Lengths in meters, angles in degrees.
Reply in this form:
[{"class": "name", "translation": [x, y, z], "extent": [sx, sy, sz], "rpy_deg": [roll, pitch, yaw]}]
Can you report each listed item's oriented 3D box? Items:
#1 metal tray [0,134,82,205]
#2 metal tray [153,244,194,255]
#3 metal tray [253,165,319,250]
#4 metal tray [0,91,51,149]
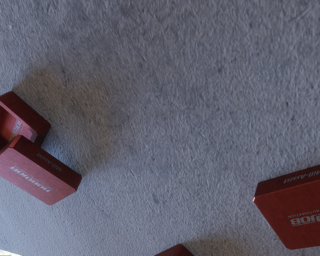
[{"class": "metal tray", "translation": [-0.213, 0.076, 0.531], "extent": [0.090, 0.030, 0.130], "rpy_deg": [-32, 119, 33]}, {"class": "metal tray", "translation": [0.050, 0.269, 0.542], "extent": [0.130, 0.030, 0.090], "rpy_deg": [44, 129, -3]}, {"class": "metal tray", "translation": [0.189, 0.090, 0.360], "extent": [0.130, 0.030, 0.090], "rpy_deg": [-28, 104, 37]}, {"class": "metal tray", "translation": [-0.252, 0.010, 0.539], "extent": [0.090, 0.030, 0.129], "rpy_deg": [41, 129, -1]}]
